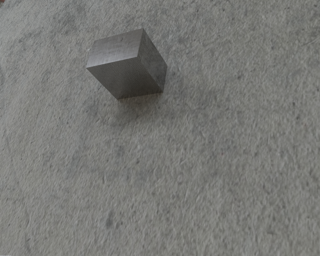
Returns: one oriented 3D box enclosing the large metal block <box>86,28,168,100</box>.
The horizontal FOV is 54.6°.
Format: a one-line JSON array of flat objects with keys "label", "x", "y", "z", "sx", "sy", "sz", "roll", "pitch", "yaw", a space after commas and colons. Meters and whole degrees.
[{"label": "large metal block", "x": -0.045, "y": -0.089, "z": 0.448, "sx": 0.080, "sy": 0.080, "sz": 0.050, "roll": -6, "pitch": 59, "yaw": 25}]
